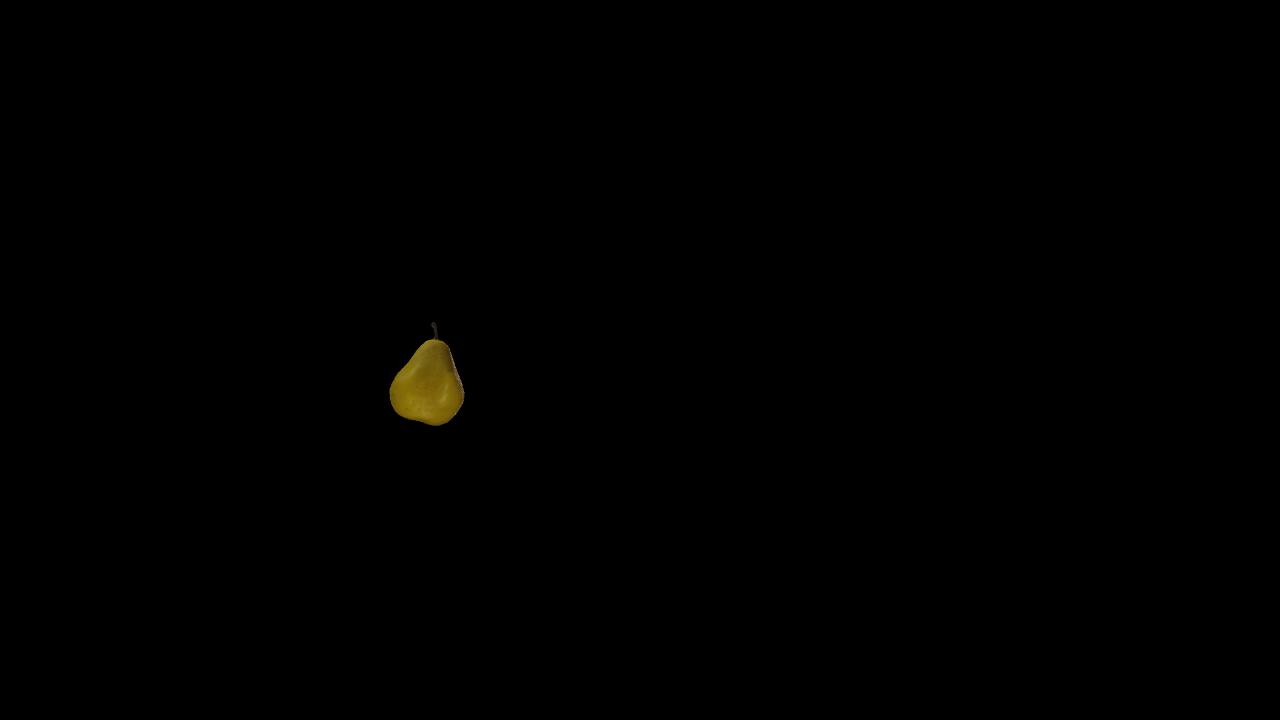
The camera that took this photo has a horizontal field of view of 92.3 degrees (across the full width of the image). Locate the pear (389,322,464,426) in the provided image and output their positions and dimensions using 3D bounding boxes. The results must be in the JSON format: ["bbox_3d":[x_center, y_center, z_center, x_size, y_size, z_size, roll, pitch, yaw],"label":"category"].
[{"bbox_3d":[-0.233,0.016,0.697,0.080,0.111,0.080,16,-7,2],"label":"pear"}]
